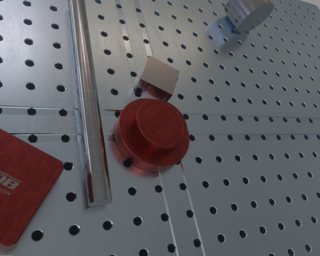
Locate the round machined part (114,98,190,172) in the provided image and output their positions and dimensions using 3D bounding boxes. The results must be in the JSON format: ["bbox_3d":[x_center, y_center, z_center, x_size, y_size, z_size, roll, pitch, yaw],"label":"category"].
[{"bbox_3d":[-0.005,0.003,0.393,0.099,0.042,0.098,13,56,-21],"label":"round machined part"}]

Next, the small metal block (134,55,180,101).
[{"bbox_3d":[-0.004,-0.070,0.449,0.050,0.025,0.050,26,53,-12],"label":"small metal block"}]

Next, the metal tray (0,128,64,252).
[{"bbox_3d":[-0.170,0.043,0.287,0.130,0.030,0.090,30,52,-9],"label":"metal tray"}]

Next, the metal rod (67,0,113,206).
[{"bbox_3d":[-0.093,-0.053,0.390,0.025,0.025,0.299,1,61,-28],"label":"metal rod"}]

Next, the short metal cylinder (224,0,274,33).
[{"bbox_3d":[0.175,-0.234,0.610,0.081,0.080,0.050,-20,73,-36],"label":"short metal cylinder"}]
